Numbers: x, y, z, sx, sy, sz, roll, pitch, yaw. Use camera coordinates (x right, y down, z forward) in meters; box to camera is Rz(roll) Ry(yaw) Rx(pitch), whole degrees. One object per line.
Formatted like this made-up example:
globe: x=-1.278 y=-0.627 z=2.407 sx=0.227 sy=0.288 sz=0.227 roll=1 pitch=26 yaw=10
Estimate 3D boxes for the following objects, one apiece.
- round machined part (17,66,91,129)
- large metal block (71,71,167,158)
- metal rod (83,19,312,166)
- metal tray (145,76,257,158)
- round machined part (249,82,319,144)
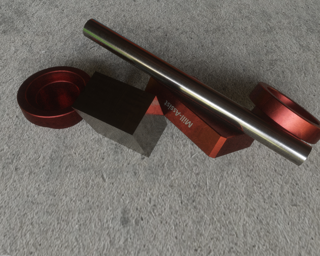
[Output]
round machined part: x=-0.137 y=-0.037 z=0.422 sx=0.099 sy=0.042 sz=0.098 roll=0 pitch=50 yaw=0
large metal block: x=-0.044 y=-0.014 z=0.371 sx=0.080 sy=0.080 sz=0.050 roll=24 pitch=74 yaw=19
metal rod: x=0.032 y=-0.050 z=0.364 sx=0.300 sy=0.025 sz=0.025 roll=33 pitch=57 yaw=13
metal tray: x=0.052 y=-0.021 z=0.393 sx=0.091 sy=0.030 sz=0.130 roll=-9 pitch=44 yaw=-46
round machined part: x=0.150 y=-0.012 z=0.384 sx=0.098 sy=0.042 sz=0.098 roll=28 pitch=24 yaw=-13
